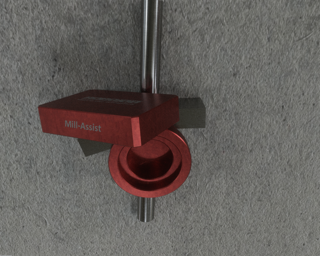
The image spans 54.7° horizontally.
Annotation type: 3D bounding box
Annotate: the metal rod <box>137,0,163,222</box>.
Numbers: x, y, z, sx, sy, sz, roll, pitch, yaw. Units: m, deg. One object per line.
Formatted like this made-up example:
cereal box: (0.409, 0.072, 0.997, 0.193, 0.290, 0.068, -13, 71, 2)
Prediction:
metal rod: (-0.015, -0.008, 0.408, 0.025, 0.025, 0.298, 2, 110, -1)

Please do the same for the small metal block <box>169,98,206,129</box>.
small metal block: (0.029, -0.020, 0.391, 0.050, 0.050, 0.025, -1, 110, 0)

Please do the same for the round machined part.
round machined part: (-0.012, 0.034, 0.385, 0.099, 0.042, 0.097, -1, 114, -2)

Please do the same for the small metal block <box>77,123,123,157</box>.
small metal block: (-0.073, 0.008, 0.400, 0.050, 0.050, 0.025, -18, 109, 6)

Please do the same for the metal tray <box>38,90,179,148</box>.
metal tray: (-0.055, -0.016, 0.345, 0.130, 0.091, 0.030, 7, 112, 28)
